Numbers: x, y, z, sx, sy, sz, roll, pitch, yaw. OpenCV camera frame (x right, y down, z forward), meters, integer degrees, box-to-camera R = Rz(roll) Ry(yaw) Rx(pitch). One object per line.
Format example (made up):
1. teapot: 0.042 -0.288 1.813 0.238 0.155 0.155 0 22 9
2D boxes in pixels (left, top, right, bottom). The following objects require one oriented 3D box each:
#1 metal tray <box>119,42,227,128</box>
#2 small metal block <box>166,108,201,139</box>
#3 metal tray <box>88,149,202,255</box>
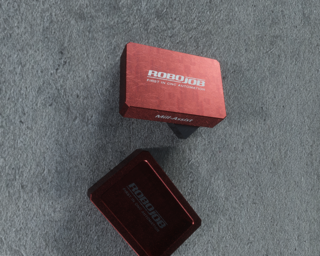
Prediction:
1. metal tray: 0.016 -0.053 0.394 0.131 0.030 0.090 7 65 -20
2. small metal block: 0.033 -0.020 0.421 0.050 0.025 0.050 -41 103 -15
3. metal tray: -0.018 0.103 0.399 0.090 0.030 0.130 -40 103 -16
